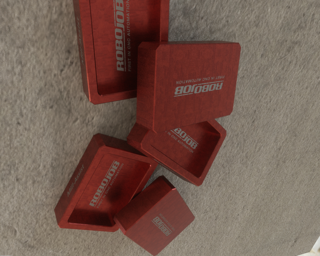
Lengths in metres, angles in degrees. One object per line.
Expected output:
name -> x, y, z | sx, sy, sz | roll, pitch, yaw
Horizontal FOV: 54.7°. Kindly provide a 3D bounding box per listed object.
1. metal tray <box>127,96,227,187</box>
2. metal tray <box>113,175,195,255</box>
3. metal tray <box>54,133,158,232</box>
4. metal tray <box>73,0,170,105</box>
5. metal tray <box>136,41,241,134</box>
metal tray -> 0.028, 0.011, 0.407 | 0.130, 0.030, 0.090 | 38, 75, -39
metal tray -> -0.003, 0.135, 0.464 | 0.090, 0.030, 0.130 | -41, 142, -10
metal tray -> -0.071, 0.078, 0.413 | 0.091, 0.030, 0.129 | 19, 108, -36
metal tray -> -0.038, -0.095, 0.325 | 0.091, 0.030, 0.129 | -13, 124, -22
metal tray -> 0.035, -0.051, 0.352 | 0.131, 0.030, 0.089 | -13, 116, -38
